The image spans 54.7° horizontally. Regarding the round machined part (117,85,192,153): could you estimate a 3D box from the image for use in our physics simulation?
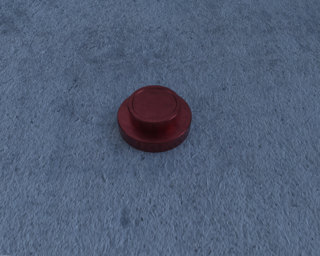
[{"bbox_3d":[-0.007,-0.019,0.409,0.099,0.042,0.098,0,50,0],"label":"round machined part"}]
